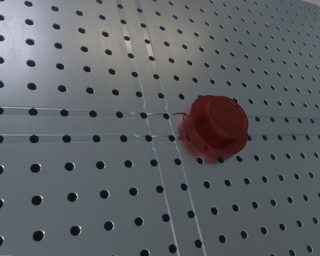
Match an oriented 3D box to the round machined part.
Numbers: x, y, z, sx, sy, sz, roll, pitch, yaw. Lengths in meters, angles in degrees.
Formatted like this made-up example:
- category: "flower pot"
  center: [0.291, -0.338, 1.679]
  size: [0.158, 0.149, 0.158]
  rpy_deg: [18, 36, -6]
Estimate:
- category: "round machined part"
  center: [0.087, -0.008, 0.448]
  size: [0.099, 0.042, 0.098]
  rpy_deg: [13, 56, -21]
